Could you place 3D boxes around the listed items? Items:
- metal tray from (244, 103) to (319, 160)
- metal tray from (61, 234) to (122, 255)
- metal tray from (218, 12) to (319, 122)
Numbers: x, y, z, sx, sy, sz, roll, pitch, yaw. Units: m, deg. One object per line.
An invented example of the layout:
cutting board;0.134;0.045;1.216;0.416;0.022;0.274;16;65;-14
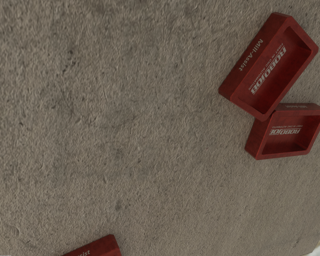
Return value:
metal tray;0.213;0.005;0.522;0.131;0.030;0.089;-2;120;-28
metal tray;-0.121;0.228;0.478;0.131;0.030;0.089;-20;126;-17
metal tray;0.153;-0.081;0.436;0.090;0.030;0.129;25;105;-37
